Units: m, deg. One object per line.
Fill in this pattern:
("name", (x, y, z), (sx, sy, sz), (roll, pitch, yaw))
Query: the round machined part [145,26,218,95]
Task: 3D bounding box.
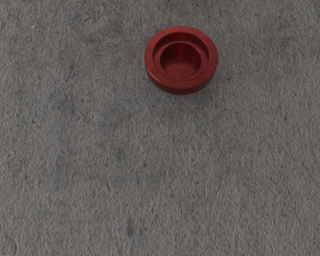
("round machined part", (0.029, -0.089, 0.432), (0.099, 0.042, 0.098), (0, 70, 0))
